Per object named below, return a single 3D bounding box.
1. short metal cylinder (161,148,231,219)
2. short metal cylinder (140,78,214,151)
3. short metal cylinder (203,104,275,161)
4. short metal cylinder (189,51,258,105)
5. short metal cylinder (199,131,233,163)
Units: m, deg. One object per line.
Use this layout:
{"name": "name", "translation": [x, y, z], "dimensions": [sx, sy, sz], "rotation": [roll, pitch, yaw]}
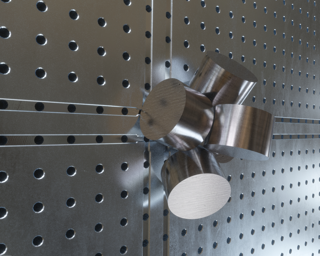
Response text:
{"name": "short metal cylinder", "translation": [0.045, 0.072, 0.403], "dimensions": [0.081, 0.050, 0.079], "rotation": [-6, 125, -8]}
{"name": "short metal cylinder", "translation": [0.020, -0.016, 0.389], "dimensions": [0.050, 0.080, 0.080], "rotation": [24, 75, -38]}
{"name": "short metal cylinder", "translation": [0.099, 0.007, 0.390], "dimensions": [0.080, 0.080, 0.050], "rotation": [22, 76, -38]}
{"name": "short metal cylinder", "translation": [0.089, -0.066, 0.438], "dimensions": [0.081, 0.080, 0.050], "rotation": [3, 128, -40]}
{"name": "short metal cylinder", "translation": [0.074, 0.010, 0.453], "dimensions": [0.081, 0.050, 0.080], "rotation": [1, 88, -39]}
